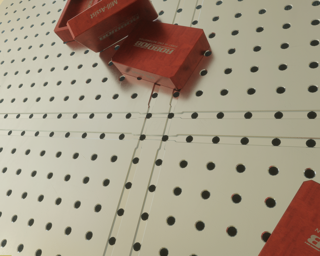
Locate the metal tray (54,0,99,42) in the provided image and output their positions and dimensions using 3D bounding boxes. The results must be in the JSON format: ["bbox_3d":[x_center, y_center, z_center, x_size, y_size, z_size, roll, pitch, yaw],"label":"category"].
[{"bbox_3d":[-0.153,-0.239,0.628,0.090,0.030,0.130,-2,61,27],"label":"metal tray"}]

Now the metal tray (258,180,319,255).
[{"bbox_3d":[0.161,0.113,0.252,0.130,0.030,0.090,29,77,37],"label":"metal tray"}]

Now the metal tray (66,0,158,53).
[{"bbox_3d":[-0.075,-0.179,0.511,0.130,0.090,0.030,-27,83,11],"label":"metal tray"}]

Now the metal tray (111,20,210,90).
[{"bbox_3d":[-0.002,-0.117,0.476,0.130,0.030,0.090,23,74,36],"label":"metal tray"}]
